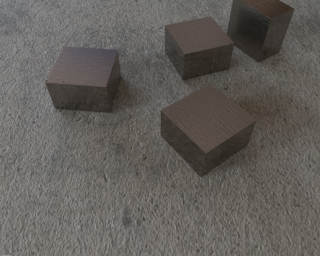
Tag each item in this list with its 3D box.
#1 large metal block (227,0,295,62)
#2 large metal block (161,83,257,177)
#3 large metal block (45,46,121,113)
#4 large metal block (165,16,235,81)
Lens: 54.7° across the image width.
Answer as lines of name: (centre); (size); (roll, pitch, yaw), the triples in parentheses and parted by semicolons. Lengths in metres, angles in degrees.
large metal block: (0.161, -0.170, 0.511); (0.050, 0.080, 0.080); (-27, 55, -21)
large metal block: (0.057, 0.000, 0.387); (0.081, 0.050, 0.080); (-30, 56, -23)
large metal block: (-0.105, -0.070, 0.445); (0.080, 0.050, 0.080); (5, 50, 4)
large metal block: (0.060, -0.129, 0.495); (0.081, 0.050, 0.080); (-15, 52, -13)
